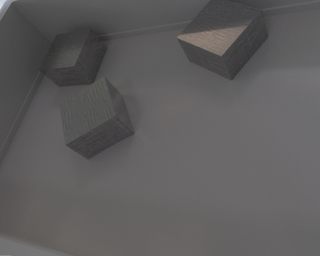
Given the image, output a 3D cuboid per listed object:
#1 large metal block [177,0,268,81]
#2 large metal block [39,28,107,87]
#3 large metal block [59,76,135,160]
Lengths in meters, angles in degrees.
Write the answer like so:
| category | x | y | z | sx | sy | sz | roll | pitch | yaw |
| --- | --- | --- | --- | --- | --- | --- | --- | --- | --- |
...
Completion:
| category | x | y | z | sx | sy | sz | roll | pitch | yaw |
| --- | --- | --- | --- | --- | --- | --- | --- | --- | --- |
| large metal block | 0.085 | -0.123 | 0.421 | 0.080 | 0.050 | 0.080 | -49 | 52 | -7 |
| large metal block | -0.151 | -0.122 | 0.544 | 0.080 | 0.050 | 0.080 | 0 | 62 | 28 |
| large metal block | -0.092 | -0.014 | 0.447 | 0.080 | 0.050 | 0.080 | -29 | 52 | 9 |
